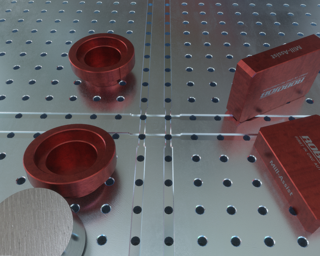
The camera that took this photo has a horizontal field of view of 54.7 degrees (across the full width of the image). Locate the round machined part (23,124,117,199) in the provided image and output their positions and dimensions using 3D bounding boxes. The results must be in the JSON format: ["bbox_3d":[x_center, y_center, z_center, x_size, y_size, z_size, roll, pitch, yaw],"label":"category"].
[{"bbox_3d":[-0.099,0.041,0.353,0.099,0.042,0.098,1,38,0],"label":"round machined part"}]

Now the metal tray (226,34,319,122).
[{"bbox_3d":[0.159,-0.067,0.423,0.131,0.089,0.030,-22,54,-18],"label":"metal tray"}]

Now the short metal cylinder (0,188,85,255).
[{"bbox_3d":[-0.118,0.104,0.297,0.081,0.050,0.080,0,56,1],"label":"short metal cylinder"}]

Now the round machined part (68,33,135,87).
[{"bbox_3d":[-0.088,-0.102,0.481,0.099,0.042,0.098,0,50,0],"label":"round machined part"}]

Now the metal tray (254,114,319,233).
[{"bbox_3d":[0.183,0.047,0.367,0.091,0.030,0.130,-12,51,-11],"label":"metal tray"}]
